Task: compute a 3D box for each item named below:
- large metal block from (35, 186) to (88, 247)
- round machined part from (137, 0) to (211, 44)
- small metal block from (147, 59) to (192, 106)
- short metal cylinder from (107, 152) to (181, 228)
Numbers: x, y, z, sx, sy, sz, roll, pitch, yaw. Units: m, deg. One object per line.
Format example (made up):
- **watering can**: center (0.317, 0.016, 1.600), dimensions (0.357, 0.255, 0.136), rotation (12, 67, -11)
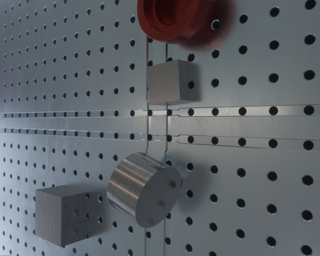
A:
- **large metal block**: center (-0.171, 0.148, 0.535), dimensions (0.080, 0.050, 0.079), rotation (1, 91, 40)
- **round machined part**: center (0.022, -0.152, 0.381), dimensions (0.098, 0.042, 0.097), rotation (0, 90, 40)
- **small metal block**: center (0.012, -0.057, 0.400), dimensions (0.050, 0.025, 0.050), rotation (-5, 87, 40)
- **short metal cylinder**: center (-0.019, 0.077, 0.389), dimensions (0.050, 0.081, 0.079), rotation (23, 104, 38)
